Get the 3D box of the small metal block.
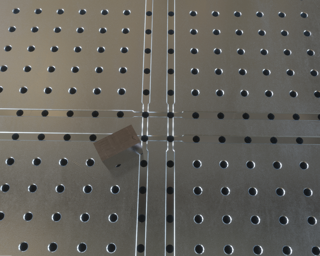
[{"bbox_3d":[-0.051,0.026,0.389,0.050,0.050,0.025,-27,72,-9],"label":"small metal block"}]
